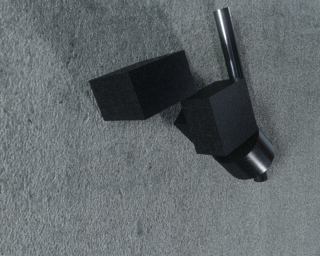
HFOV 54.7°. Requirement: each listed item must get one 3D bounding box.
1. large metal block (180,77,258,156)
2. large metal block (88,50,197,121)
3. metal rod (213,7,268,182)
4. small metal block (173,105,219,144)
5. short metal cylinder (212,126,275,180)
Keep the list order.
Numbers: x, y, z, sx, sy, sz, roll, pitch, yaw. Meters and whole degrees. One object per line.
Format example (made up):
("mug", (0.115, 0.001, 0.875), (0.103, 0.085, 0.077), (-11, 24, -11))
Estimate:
("large metal block", (0.083, -0.017, 0.425), (0.081, 0.050, 0.080), (-30, 109, -36))
("large metal block", (-0.020, -0.047, 0.352), (0.081, 0.080, 0.050), (-30, 109, -36))
("metal rod", (0.138, -0.047, 0.519), (0.025, 0.025, 0.298), (-28, 108, -36))
("small metal block", (0.054, -0.011, 0.450), (0.050, 0.025, 0.050), (44, 64, -31))
("short metal cylinder", (0.126, 0.032, 0.474), (0.050, 0.080, 0.080), (42, 65, -32))
